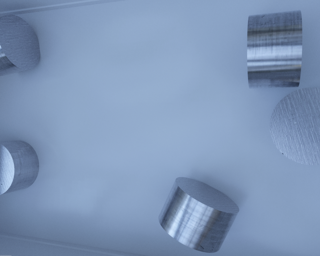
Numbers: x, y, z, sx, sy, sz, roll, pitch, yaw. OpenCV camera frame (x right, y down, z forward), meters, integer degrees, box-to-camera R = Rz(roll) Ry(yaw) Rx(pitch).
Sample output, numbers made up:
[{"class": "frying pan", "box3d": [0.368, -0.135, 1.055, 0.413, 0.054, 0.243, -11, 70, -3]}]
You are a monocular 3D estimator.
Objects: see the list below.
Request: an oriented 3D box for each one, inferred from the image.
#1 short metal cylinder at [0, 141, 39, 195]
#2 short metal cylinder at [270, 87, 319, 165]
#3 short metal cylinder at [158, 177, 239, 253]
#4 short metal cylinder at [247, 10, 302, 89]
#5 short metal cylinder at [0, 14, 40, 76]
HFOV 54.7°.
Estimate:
[{"class": "short metal cylinder", "box3d": [-0.237, 0.060, 0.479, 0.080, 0.050, 0.079, 0, 90, 19]}, {"class": "short metal cylinder", "box3d": [0.163, -0.002, 0.340, 0.080, 0.050, 0.079, 0, 90, 19]}, {"class": "short metal cylinder", "box3d": [0.045, 0.100, 0.365, 0.080, 0.080, 0.050, 26, 99, 18]}, {"class": "short metal cylinder", "box3d": [0.124, -0.084, 0.338, 0.050, 0.080, 0.079, 1, 90, 20]}, {"class": "short metal cylinder", "box3d": [-0.227, -0.121, 0.459, 0.050, 0.080, 0.080, -8, 87, 19]}]
